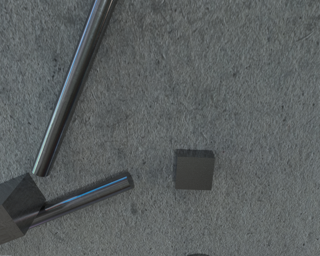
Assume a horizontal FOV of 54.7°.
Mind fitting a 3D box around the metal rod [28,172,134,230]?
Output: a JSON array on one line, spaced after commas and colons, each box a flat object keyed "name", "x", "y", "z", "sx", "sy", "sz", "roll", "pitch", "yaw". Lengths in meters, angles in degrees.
[{"name": "metal rod", "x": -0.179, "y": 0.131, "z": 0.455, "sx": 0.301, "sy": 0.025, "sz": 0.025, "roll": -23, "pitch": 109, "yaw": 7}]

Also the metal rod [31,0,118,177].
[{"name": "metal rod", "x": -0.102, "y": -0.067, "z": 0.383, "sx": 0.025, "sy": 0.025, "sz": 0.298, "roll": 24, "pitch": 108, "yaw": -9}]

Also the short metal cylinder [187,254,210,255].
[{"name": "short metal cylinder", "x": 0.062, "y": 0.248, "z": 0.489, "sx": 0.081, "sy": 0.050, "sz": 0.079, "roll": 0, "pitch": 110, "yaw": -1}]

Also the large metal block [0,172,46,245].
[{"name": "large metal block", "x": -0.216, "y": 0.114, "z": 0.419, "sx": 0.080, "sy": 0.080, "sz": 0.050, "roll": -22, "pitch": 109, "yaw": 7}]

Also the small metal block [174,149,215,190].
[{"name": "small metal block", "x": 0.047, "y": 0.058, "z": 0.432, "sx": 0.050, "sy": 0.025, "sz": 0.050, "roll": 2, "pitch": 110, "yaw": -2}]
